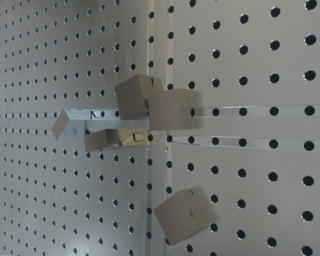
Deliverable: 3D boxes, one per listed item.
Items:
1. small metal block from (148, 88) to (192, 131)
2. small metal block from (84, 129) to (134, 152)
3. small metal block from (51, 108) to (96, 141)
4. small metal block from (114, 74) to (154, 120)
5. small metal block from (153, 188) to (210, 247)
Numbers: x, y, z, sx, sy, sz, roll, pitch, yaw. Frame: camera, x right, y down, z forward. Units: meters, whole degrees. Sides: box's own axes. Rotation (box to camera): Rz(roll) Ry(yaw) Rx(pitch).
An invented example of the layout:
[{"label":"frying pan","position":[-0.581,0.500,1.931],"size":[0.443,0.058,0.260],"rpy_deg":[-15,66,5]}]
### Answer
[{"label":"small metal block","position":[0.013,-0.022,0.400],"size":[0.050,0.025,0.050],"rpy_deg":[-3,88,40]},{"label":"small metal block","position":[-0.075,0.018,0.456],"size":[0.050,0.050,0.025],"rpy_deg":[-15,81,39]},{"label":"small metal block","position":[-0.143,-0.005,0.513],"size":[0.050,0.050,0.025],"rpy_deg":[-51,60,28]},{"label":"small metal block","position":[-0.035,-0.043,0.439],"size":[0.050,0.025,0.050],"rpy_deg":[-21,77,38]},{"label":"small metal block","position":[0.026,0.112,0.389],"size":[0.050,0.025,0.050],"rpy_deg":[-44,64,31]}]
